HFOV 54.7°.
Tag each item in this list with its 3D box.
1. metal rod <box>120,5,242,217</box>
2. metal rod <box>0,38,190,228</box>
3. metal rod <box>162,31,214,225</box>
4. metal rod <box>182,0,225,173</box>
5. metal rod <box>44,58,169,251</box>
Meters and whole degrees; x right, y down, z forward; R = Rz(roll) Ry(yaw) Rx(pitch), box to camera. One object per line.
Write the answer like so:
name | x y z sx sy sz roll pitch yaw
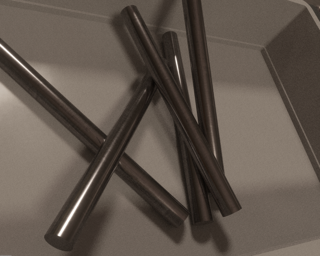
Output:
metal rod | 0.021 -0.031 0.397 0.025 0.025 0.299 -17 74 -35
metal rod | -0.085 0.004 0.358 0.300 0.025 0.025 42 51 1
metal rod | 0.034 -0.018 0.436 0.025 0.025 0.299 7 59 -25
metal rod | 0.055 -0.066 0.406 0.025 0.025 0.298 -6 87 -31
metal rod | -0.040 -0.002 0.358 0.025 0.025 0.301 32 43 -8
